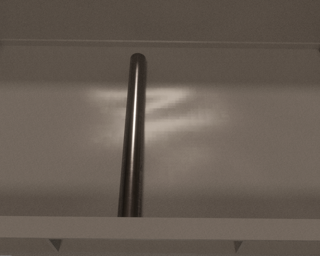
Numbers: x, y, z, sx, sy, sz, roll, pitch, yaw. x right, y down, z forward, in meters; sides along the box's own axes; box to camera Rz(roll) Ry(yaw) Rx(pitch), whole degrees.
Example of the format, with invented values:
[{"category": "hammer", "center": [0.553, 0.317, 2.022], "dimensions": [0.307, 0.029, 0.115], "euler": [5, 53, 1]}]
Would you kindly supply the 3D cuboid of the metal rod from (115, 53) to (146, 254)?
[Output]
[{"category": "metal rod", "center": [-0.033, 0.005, 0.400], "dimensions": [0.025, 0.025, 0.300], "euler": [0, 50, -1]}]
